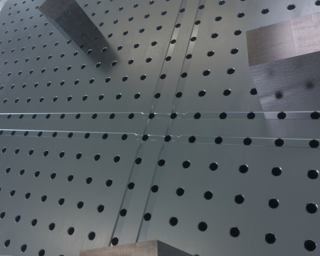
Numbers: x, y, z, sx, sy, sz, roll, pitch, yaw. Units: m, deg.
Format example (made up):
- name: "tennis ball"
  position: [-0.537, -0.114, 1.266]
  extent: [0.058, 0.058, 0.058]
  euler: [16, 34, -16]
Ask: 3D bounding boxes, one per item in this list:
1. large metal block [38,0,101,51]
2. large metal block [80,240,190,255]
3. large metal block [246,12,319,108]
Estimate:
- name: "large metal block"
  position: [-0.171, -0.204, 0.590]
  extent: [0.050, 0.080, 0.080]
  euler: [-47, 51, -5]
- name: "large metal block"
  position: [-0.021, 0.145, 0.296]
  extent: [0.080, 0.080, 0.050]
  euler: [-15, 56, 20]
- name: "large metal block"
  position: [0.145, -0.071, 0.341]
  extent: [0.080, 0.080, 0.050]
  euler: [-9, 58, 23]
